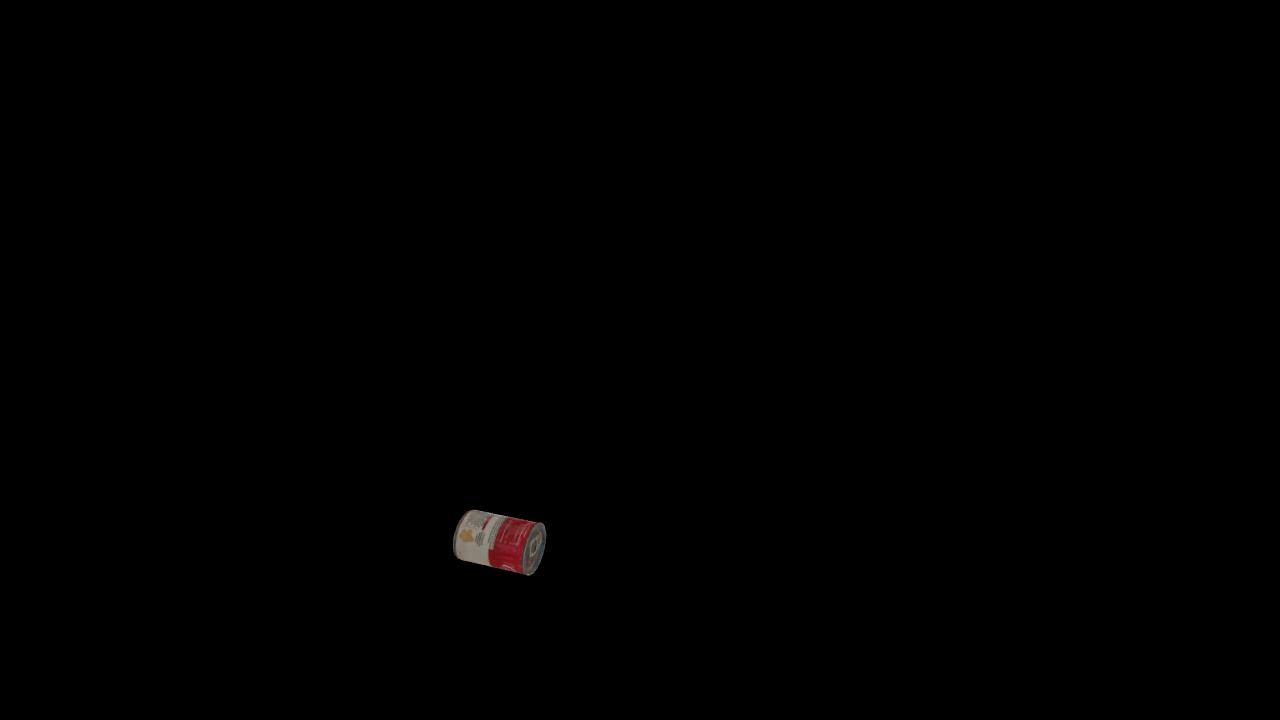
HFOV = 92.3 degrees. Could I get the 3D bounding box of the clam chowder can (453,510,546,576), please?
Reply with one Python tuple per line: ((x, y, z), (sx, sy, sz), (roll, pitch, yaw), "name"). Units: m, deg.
((-0.184, 0.238, 0.808), (0.102, 0.068, 0.068), (8, 2, 14), "clam chowder can")
